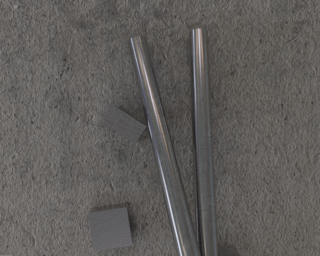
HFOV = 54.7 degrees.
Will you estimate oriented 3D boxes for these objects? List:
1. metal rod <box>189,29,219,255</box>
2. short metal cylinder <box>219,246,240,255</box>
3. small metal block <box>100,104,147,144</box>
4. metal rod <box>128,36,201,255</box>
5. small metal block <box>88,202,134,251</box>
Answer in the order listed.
[{"bbox_3d":[0.052,0.020,0.376,0.025,0.025,0.299,0,76,0],"label":"metal rod"},{"bbox_3d":[0.073,0.190,0.383,0.050,0.080,0.080,-6,90,0],"label":"short metal cylinder"},{"bbox_3d":[-0.044,-0.005,0.397,0.050,0.050,0.025,33,91,0],"label":"small metal block"},{"bbox_3d":[0.004,0.024,0.366,0.025,0.025,0.299,-14,72,0],"label":"metal rod"},{"bbox_3d":[-0.064,0.130,0.409,0.050,0.025,0.050,-8,90,0],"label":"small metal block"}]
